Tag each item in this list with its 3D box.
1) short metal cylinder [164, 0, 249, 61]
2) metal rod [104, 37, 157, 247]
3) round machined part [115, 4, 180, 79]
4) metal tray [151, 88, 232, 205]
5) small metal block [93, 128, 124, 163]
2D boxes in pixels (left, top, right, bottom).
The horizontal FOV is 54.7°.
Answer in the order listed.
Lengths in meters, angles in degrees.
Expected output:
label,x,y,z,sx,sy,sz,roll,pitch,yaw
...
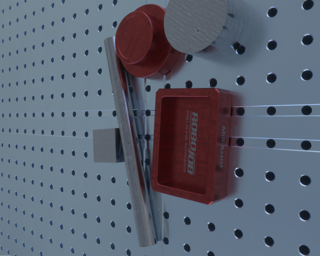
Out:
label,x,y,z,sx,sy,sz,roll,pitch,yaw
short metal cylinder,0.052,-0.120,0.349,0.080,0.050,0.079,0,90,39
metal rod,-0.044,0.013,0.443,0.025,0.025,0.298,-18,79,38
round machined part,-0.022,-0.116,0.414,0.098,0.042,0.097,0,90,39
metal tray,0.035,0.018,0.375,0.090,0.030,0.129,5,93,39
small metal block,-0.075,0.026,0.469,0.050,0.025,0.050,-4,87,39
